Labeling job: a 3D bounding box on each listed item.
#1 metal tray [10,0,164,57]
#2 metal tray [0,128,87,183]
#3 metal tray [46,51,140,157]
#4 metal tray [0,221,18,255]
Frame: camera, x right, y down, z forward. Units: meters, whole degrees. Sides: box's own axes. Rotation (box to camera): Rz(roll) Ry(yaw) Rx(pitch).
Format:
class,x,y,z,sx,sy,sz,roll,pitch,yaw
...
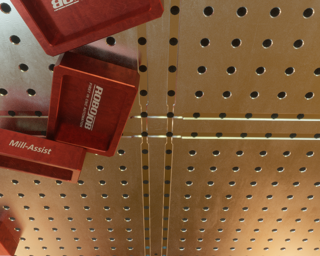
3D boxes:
class,x,y,z,sx,sy,sz,roll,pitch,yaw
metal tray,-0.071,-0.132,0.295,0.130,0.030,0.090,-16,129,13
metal tray,-0.170,0.039,0.414,0.131,0.030,0.090,15,156,-13
metal tray,-0.085,-0.022,0.379,0.091,0.030,0.129,14,134,-12
metal tray,-0.354,0.217,0.590,0.131,0.030,0.090,-3,130,2
